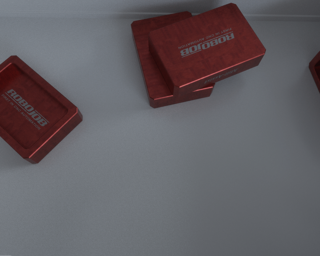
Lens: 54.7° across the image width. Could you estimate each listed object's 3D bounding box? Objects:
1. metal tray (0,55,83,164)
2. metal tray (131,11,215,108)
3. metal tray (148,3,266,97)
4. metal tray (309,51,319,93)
[{"bbox_3d":[-0.182,-0.027,0.414,0.130,0.030,0.090,39,74,12],"label":"metal tray"},{"bbox_3d":[0.016,-0.100,0.444,0.091,0.030,0.130,-13,71,-5],"label":"metal tray"},{"bbox_3d":[0.061,-0.106,0.414,0.131,0.030,0.090,-23,72,-9],"label":"metal tray"},{"bbox_3d":[0.247,-0.052,0.397,0.030,0.090,0.129,-11,71,-4],"label":"metal tray"}]
